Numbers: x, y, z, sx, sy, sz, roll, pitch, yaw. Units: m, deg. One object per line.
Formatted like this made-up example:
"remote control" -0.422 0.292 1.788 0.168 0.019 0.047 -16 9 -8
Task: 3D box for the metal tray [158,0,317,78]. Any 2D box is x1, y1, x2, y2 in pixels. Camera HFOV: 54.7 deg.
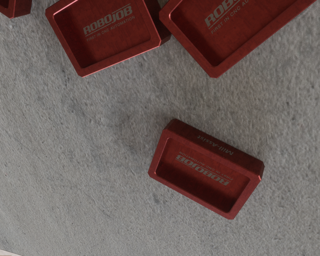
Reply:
"metal tray" 0.072 -0.120 0.290 0.090 0.030 0.129 48 129 -6

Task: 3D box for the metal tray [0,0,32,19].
"metal tray" -0.218 -0.210 0.385 0.130 0.030 0.089 34 129 5

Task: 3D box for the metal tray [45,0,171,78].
"metal tray" -0.062 -0.121 0.360 0.130 0.030 0.090 -13 112 33

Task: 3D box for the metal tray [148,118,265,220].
"metal tray" 0.056 0.055 0.406 0.130 0.030 0.089 27 128 10
